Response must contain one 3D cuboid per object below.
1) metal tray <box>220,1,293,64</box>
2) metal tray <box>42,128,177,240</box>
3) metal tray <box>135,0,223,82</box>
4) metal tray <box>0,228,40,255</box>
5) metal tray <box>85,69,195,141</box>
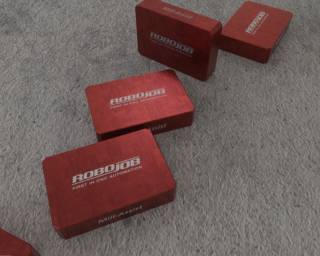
[{"bbox_3d":[0.168,-0.173,0.546,0.090,0.030,0.130,25,54,19],"label":"metal tray"},{"bbox_3d":[-0.058,0.058,0.351,0.131,0.030,0.090,-16,52,-14],"label":"metal tray"},{"bbox_3d":[0.025,-0.135,0.474,0.130,0.090,0.030,28,56,21],"label":"metal tray"},{"bbox_3d":[-0.194,0.129,0.290,0.130,0.030,0.090,20,53,16],"label":"metal tray"},{"bbox_3d":[-0.029,-0.031,0.425,0.131,0.030,0.090,-14,52,-12],"label":"metal tray"}]
